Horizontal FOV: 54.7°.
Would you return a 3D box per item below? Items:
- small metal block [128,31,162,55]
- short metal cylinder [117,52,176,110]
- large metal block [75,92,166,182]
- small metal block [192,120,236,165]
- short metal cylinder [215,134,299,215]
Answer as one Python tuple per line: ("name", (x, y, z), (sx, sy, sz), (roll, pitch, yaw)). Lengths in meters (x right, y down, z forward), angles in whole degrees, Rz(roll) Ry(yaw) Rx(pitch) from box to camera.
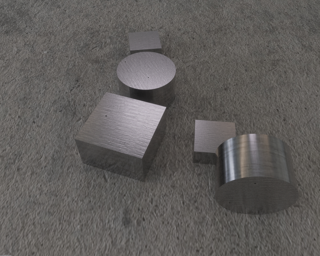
("small metal block", (-0.025, -0.136, 0.517), (0.050, 0.025, 0.050), (-6, 50, -5))
("short metal cylinder", (-0.019, -0.064, 0.441), (0.081, 0.050, 0.080), (0, 50, 0))
("large metal block", (-0.044, 0.009, 0.379), (0.080, 0.050, 0.080), (15, 52, 12))
("small metal block", (0.068, 0.018, 0.389), (0.050, 0.025, 0.050), (4, 50, 3))
("short metal cylinder", (0.098, 0.050, 0.326), (0.080, 0.080, 0.050), (5, 50, 4))
